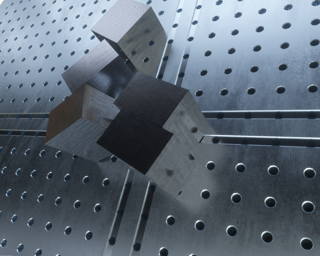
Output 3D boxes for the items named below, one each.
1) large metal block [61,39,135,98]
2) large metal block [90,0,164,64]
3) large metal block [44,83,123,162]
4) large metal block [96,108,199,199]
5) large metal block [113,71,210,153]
[{"bbox_3d":[-0.081,-0.067,0.455,0.080,0.080,0.050,-40,51,1],"label":"large metal block"},{"bbox_3d":[-0.055,-0.166,0.522,0.080,0.050,0.080,-49,52,-7],"label":"large metal block"},{"bbox_3d":[-0.090,-0.002,0.406,0.080,0.080,0.050,-29,50,34],"label":"large metal block"},{"bbox_3d":[-0.012,0.030,0.360,0.080,0.080,0.050,27,77,37],"label":"large metal block"},{"bbox_3d":[0.004,-0.016,0.380,0.080,0.080,0.050,27,76,36],"label":"large metal block"}]
